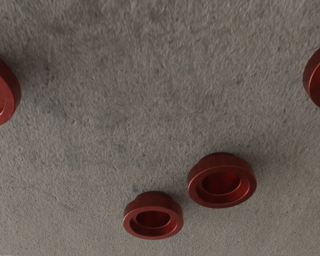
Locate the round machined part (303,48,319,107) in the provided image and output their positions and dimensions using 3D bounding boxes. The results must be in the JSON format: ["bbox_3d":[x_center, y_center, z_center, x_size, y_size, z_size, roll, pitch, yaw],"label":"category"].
[{"bbox_3d":[0.220,-0.056,0.352,0.099,0.042,0.097,-1,130,0],"label":"round machined part"}]

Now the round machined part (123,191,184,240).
[{"bbox_3d":[-0.011,0.143,0.518,0.099,0.042,0.097,-1,130,0],"label":"round machined part"}]

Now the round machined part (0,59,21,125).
[{"bbox_3d":[-0.208,-0.050,0.351,0.099,0.042,0.097,-1,130,0],"label":"round machined part"}]

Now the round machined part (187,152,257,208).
[{"bbox_3d":[0.090,0.074,0.461,0.099,0.042,0.097,-1,130,0],"label":"round machined part"}]
